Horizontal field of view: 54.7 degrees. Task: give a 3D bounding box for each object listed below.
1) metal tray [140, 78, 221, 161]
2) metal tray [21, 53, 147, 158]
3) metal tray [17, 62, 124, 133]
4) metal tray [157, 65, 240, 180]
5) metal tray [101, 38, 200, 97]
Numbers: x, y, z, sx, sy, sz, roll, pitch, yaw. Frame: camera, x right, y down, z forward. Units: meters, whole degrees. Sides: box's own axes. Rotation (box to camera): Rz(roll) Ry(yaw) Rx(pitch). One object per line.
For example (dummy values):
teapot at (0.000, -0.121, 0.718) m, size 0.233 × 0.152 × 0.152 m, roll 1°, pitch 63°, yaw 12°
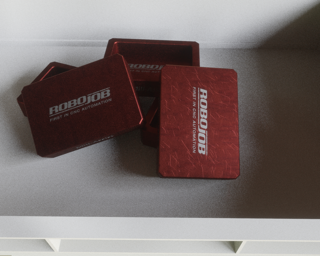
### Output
metal tray at (0.038, -0.024, 0.420) m, size 0.090 × 0.030 × 0.130 m, roll 15°, pitch 51°, yaw 12°
metal tray at (-0.092, -0.025, 0.376) m, size 0.131 × 0.030 × 0.090 m, roll -19°, pitch 81°, yaw 4°
metal tray at (-0.115, -0.042, 0.432) m, size 0.131 × 0.030 × 0.090 m, roll 15°, pitch 52°, yaw 12°
metal tray at (0.044, -0.006, 0.363) m, size 0.091 × 0.030 × 0.129 m, roll 3°, pitch 78°, yaw -6°
metal tray at (-0.011, -0.085, 0.431) m, size 0.131 × 0.030 × 0.090 m, roll 3°, pitch 50°, yaw 2°
